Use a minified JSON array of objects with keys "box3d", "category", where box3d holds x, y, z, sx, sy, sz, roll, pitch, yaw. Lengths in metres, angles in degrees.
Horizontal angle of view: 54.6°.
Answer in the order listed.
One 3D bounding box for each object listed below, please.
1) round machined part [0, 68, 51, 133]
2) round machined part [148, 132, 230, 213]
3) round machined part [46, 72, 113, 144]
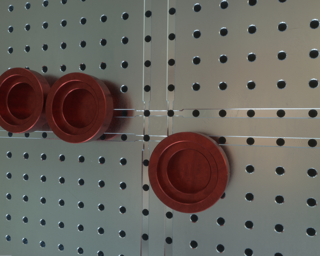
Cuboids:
[{"box3d":[-0.205,-0.041,0.477,0.098,0.042,0.097,0,90,20],"category":"round machined part"},{"box3d":[0.038,0.053,0.390,0.098,0.042,0.097,0,90,20],"category":"round machined part"},{"box3d":[-0.110,-0.028,0.443,0.098,0.042,0.097,0,90,20],"category":"round machined part"}]
